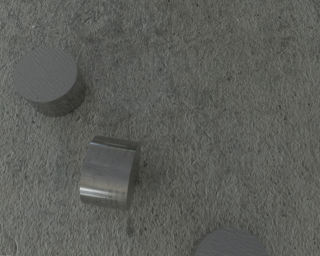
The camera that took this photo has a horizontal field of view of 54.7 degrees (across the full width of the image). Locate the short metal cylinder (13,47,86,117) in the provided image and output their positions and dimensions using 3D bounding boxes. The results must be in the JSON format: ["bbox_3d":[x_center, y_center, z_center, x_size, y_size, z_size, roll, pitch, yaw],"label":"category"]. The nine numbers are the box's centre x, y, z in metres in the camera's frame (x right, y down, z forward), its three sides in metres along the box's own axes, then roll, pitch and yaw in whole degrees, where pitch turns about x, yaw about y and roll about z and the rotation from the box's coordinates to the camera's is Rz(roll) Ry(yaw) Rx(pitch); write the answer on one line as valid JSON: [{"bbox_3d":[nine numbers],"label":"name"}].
[{"bbox_3d":[-0.145,-0.061,0.416,0.081,0.050,0.080,0,70,0],"label":"short metal cylinder"}]

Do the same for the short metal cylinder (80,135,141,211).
[{"bbox_3d":[-0.055,0.052,0.359,0.050,0.080,0.080,9,70,3],"label":"short metal cylinder"}]

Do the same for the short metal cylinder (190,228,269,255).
[{"bbox_3d":[0.074,0.152,0.340,0.081,0.050,0.080,0,70,0],"label":"short metal cylinder"}]
